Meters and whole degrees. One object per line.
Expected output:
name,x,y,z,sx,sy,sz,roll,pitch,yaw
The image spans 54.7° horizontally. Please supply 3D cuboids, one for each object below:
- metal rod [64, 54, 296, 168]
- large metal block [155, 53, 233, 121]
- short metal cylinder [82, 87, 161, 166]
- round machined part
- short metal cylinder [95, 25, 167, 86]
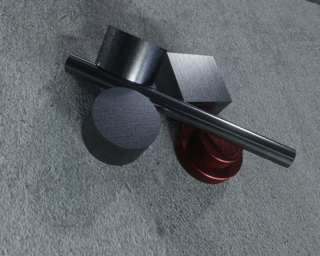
metal rod,0.023,-0.023,0.388,0.301,0.025,0.025,24,52,3
large metal block,0.045,-0.058,0.446,0.081,0.050,0.080,-3,63,-30
short metal cylinder,-0.046,-0.001,0.366,0.081,0.050,0.080,14,56,-21
round machined part,0.072,0.023,0.418,0.099,0.042,0.098,14,56,-21
short metal cylinder,-0.037,-0.094,0.402,0.080,0.050,0.080,22,14,-6
